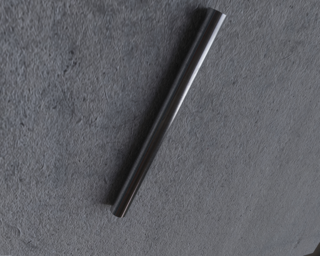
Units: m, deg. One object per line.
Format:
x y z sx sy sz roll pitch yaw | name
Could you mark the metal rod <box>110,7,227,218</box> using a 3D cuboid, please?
0.003 -0.007 0.403 0.025 0.025 0.298 14 111 -34 | metal rod
